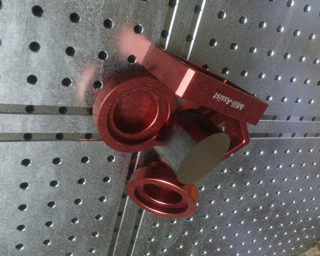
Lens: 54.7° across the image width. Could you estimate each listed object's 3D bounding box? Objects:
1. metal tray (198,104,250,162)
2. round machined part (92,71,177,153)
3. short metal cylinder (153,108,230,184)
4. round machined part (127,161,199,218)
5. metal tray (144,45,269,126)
[{"bbox_3d":[0.066,0.018,0.456,0.131,0.030,0.090,-32,129,-8],"label":"metal tray"},{"bbox_3d":[-0.032,-0.022,0.370,0.099,0.042,0.097,-14,125,-21],"label":"round machined part"},{"bbox_3d":[0.039,0.023,0.384,0.081,0.050,0.080,-26,141,-23],"label":"short metal cylinder"},{"bbox_3d":[0.007,0.083,0.434,0.098,0.042,0.097,12,139,11],"label":"round machined part"},{"bbox_3d":[0.056,-0.050,0.370,0.131,0.090,0.030,16,110,-35],"label":"metal tray"}]
